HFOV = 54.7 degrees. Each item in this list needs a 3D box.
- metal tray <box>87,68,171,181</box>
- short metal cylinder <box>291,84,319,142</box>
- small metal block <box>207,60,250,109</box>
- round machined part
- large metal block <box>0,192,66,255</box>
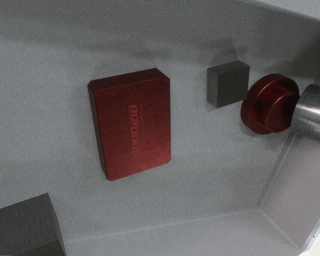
[{"bbox_3d":[-0.033,-0.003,0.387,0.091,0.030,0.129,-15,125,-20],"label":"metal tray"},{"bbox_3d":[0.240,-0.021,0.465,0.081,0.050,0.079,-29,131,-38],"label":"short metal cylinder"},{"bbox_3d":[0.093,-0.060,0.424,0.050,0.025,0.050,-18,126,-18],"label":"small metal block"},{"bbox_3d":[0.178,-0.031,0.479,0.099,0.042,0.097,-14,124,-21],"label":"round machined part"},{"bbox_3d":[-0.162,0.134,0.368,0.081,0.080,0.050,-17,126,-19],"label":"large metal block"}]
